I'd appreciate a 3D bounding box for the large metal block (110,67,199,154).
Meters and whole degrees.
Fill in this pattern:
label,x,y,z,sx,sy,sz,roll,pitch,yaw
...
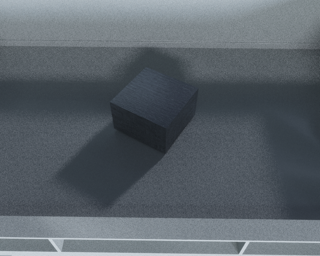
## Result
label,x,y,z,sx,sy,sz,roll,pitch,yaw
large metal block,-0.006,-0.025,0.406,0.080,0.050,0.080,25,54,19
